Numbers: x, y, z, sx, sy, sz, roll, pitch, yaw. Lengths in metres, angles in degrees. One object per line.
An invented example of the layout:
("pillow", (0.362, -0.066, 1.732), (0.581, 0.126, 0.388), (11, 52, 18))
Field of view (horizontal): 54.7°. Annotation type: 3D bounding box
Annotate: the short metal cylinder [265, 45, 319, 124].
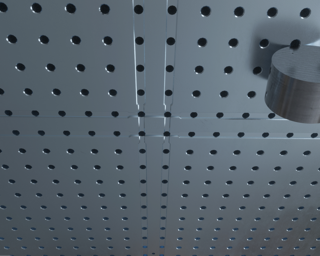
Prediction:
("short metal cylinder", (0.159, -0.049, 0.336), (0.080, 0.080, 0.050), (-3, 130, 2))
